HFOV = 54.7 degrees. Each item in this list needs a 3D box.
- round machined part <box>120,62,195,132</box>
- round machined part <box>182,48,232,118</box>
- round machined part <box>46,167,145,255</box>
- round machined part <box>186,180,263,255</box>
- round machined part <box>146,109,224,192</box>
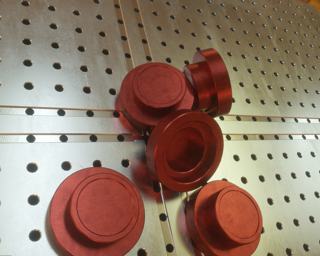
[{"bbox_3d":[-0.002,-0.047,0.407,0.099,0.042,0.098,3,66,-6],"label":"round machined part"},{"bbox_3d":[0.062,-0.061,0.441,0.042,0.098,0.098,-15,68,-7],"label":"round machined part"},{"bbox_3d":[-0.060,0.085,0.314,0.099,0.042,0.098,14,56,-21],"label":"round machined part"},{"bbox_3d":[0.085,0.110,0.378,0.099,0.042,0.098,14,56,-21],"label":"round machined part"},{"bbox_3d":[0.026,0.025,0.377,0.099,0.042,0.097,-8,106,-29],"label":"round machined part"}]
